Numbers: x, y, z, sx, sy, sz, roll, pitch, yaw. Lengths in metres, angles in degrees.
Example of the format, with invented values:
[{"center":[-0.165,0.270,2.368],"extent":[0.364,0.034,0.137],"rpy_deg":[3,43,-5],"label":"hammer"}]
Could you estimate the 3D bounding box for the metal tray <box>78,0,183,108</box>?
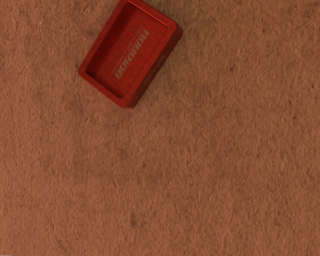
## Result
[{"center":[-0.042,-0.102,0.419],"extent":[0.090,0.030,0.129],"rpy_deg":[38,102,15],"label":"metal tray"}]
